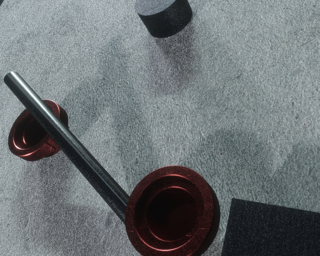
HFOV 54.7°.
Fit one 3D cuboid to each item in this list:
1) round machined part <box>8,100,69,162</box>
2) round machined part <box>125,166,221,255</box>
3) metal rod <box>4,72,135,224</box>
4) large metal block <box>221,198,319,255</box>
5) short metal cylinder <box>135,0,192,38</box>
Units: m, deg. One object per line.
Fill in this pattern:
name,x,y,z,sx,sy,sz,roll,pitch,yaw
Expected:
round machined part,-0.183,0.008,0.485,0.098,0.042,0.098,-13,56,21
round machined part,0.016,0.093,0.328,0.098,0.042,0.098,-13,56,21
metal rod,-0.130,0.013,0.420,0.025,0.025,0.300,-46,65,-4
large metal block,0.100,0.113,0.266,0.080,0.050,0.080,4,63,30
short metal cylinder,0.006,-0.194,0.504,0.080,0.050,0.080,-13,56,21
